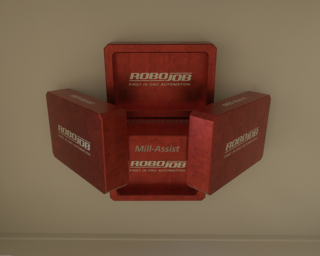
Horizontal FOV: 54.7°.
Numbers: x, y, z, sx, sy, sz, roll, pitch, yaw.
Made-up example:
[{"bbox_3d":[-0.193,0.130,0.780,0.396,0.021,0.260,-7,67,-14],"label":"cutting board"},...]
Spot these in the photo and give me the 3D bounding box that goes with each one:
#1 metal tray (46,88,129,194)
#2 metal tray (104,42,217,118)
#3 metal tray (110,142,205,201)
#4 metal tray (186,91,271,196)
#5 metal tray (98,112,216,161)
[{"bbox_3d":[-0.088,0.010,0.363,0.030,0.130,0.089,-17,116,-39],"label":"metal tray"},{"bbox_3d":[0.001,-0.060,0.384,0.131,0.030,0.089,0,111,-1],"label":"metal tray"},{"bbox_3d":[-0.003,0.054,0.425,0.131,0.030,0.089,0,110,-1],"label":"metal tray"},{"bbox_3d":[0.084,0.012,0.365,0.030,0.131,0.089,18,116,39],"label":"metal tray"},{"bbox_3d":[-0.004,0.007,0.377,0.131,0.090,0.030,0,110,-1],"label":"metal tray"}]
